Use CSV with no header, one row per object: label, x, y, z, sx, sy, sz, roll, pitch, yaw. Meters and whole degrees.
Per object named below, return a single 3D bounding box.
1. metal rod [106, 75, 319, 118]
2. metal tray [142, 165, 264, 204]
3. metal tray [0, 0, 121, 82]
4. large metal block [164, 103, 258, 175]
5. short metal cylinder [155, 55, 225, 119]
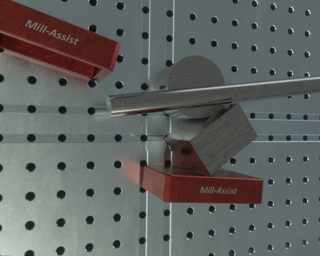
metal rod,0.085,-0.043,0.390,0.303,0.025,0.025,-8,93,-20
metal tray,0.052,0.071,0.397,0.131,0.090,0.030,6,88,-20
metal tray,-0.117,-0.090,0.334,0.131,0.090,0.030,17,85,-19
large metal block,0.064,0.012,0.407,0.080,0.080,0.050,-36,102,-16
short metal cylinder,0.039,-0.052,0.414,0.081,0.050,0.079,0,90,-20
